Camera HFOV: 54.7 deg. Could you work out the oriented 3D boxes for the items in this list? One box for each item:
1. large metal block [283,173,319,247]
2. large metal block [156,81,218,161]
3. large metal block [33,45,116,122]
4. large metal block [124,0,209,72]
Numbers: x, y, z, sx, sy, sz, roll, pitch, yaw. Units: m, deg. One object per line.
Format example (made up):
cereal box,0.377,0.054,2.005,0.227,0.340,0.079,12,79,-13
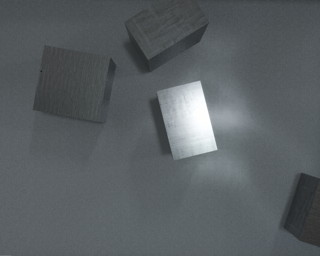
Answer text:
large metal block,0.221,0.112,0.402,0.080,0.050,0.080,18,90,-1
large metal block,0.030,-0.009,0.384,0.050,0.080,0.080,-14,90,0
large metal block,-0.107,-0.054,0.397,0.080,0.050,0.080,10,90,-1
large metal block,0.007,-0.118,0.384,0.080,0.080,0.050,-32,90,0
